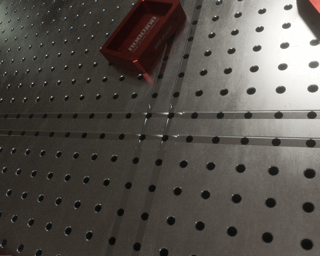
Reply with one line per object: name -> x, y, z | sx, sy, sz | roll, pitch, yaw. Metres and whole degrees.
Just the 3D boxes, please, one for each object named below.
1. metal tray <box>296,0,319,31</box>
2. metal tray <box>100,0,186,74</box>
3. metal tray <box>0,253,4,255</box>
metal tray -> 0.250, -0.176, 0.382 | 0.130, 0.030, 0.090 | -22, 53, 14
metal tray -> -0.028, -0.158, 0.515 | 0.090, 0.030, 0.130 | 25, 75, 36
metal tray -> -0.251, 0.204, 0.409 | 0.130, 0.030, 0.090 | 15, 69, 33
